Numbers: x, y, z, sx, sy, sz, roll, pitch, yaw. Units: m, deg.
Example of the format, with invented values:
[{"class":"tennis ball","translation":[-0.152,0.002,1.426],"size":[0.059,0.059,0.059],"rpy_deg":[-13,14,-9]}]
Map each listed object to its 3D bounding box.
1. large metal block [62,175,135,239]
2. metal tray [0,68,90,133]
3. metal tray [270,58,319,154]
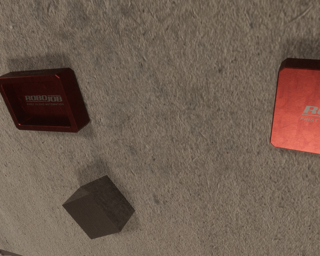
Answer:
[{"class":"large metal block","translation":[-0.104,0.136,0.528],"size":[0.080,0.050,0.080],"rpy_deg":[-27,104,37]},{"class":"metal tray","translation":[-0.178,-0.041,0.469],"size":[0.130,0.030,0.089],"rpy_deg":[2,120,27]},{"class":"metal tray","translation":[0.180,-0.016,0.299],"size":[0.130,0.030,0.089],"rpy_deg":[9,123,23]}]
